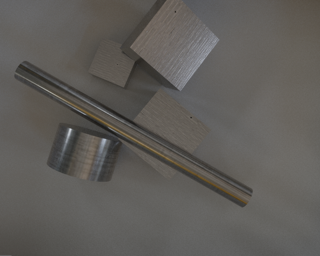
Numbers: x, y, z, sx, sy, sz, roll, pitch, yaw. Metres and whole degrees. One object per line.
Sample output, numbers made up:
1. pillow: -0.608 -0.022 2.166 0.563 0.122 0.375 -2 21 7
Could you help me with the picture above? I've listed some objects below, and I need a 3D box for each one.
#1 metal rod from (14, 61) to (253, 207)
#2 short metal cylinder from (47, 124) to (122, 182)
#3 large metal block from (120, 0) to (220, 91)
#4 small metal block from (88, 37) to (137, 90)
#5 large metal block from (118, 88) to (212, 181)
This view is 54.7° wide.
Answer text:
1. metal rod: -0.030 0.007 0.361 0.301 0.025 0.025 30 90 -1
2. short metal cylinder: -0.092 0.029 0.383 0.080 0.080 0.050 17 90 -1
3. large metal block: 0.011 -0.104 0.384 0.080 0.050 0.080 38 87 -24
4. small metal block: -0.060 -0.085 0.411 0.050 0.025 0.050 23 90 -1
5. large metal block: 0.006 0.007 0.399 0.080 0.050 0.080 39 90 -1
